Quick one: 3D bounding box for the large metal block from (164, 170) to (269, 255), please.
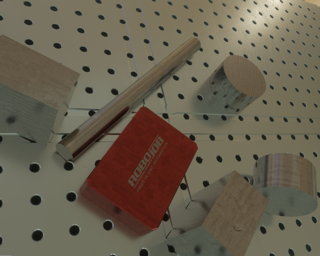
[{"bbox_3d":[0.062,0.104,0.343,0.050,0.080,0.080,43,51,1],"label":"large metal block"}]

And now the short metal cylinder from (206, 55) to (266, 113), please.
[{"bbox_3d":[0.122,-0.070,0.500,0.081,0.050,0.080,14,56,-21],"label":"short metal cylinder"}]

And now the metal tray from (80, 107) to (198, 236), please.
[{"bbox_3d":[-0.019,0.046,0.367,0.090,0.030,0.130,36,51,-4],"label":"metal tray"}]

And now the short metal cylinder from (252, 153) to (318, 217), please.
[{"bbox_3d":[0.165,0.077,0.414,0.080,0.080,0.050,27,52,-12],"label":"short metal cylinder"}]

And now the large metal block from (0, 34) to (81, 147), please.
[{"bbox_3d":[-0.138,-0.034,0.319,0.080,0.080,0.050,27,53,-12],"label":"large metal block"}]

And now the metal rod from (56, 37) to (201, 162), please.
[{"bbox_3d":[-0.023,-0.058,0.430,0.025,0.025,0.301,43,51,1],"label":"metal rod"}]
